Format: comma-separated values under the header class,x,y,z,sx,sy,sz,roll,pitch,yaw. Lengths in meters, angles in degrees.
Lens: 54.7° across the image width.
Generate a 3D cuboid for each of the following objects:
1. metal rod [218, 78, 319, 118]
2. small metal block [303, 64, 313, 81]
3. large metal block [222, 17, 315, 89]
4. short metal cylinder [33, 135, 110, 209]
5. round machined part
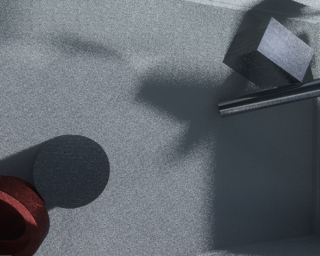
class,x,y,z,sx,sy,sz,roll,pitch,yaw
metal rod,0.230,-0.058,0.414,0.301,0.025,0.025,-12,96,12
small metal block,0.214,-0.077,0.492,0.050,0.025,0.050,-20,97,-19
large metal block,0.151,-0.101,0.439,0.080,0.080,0.050,29,81,-18
short metal cylinder,-0.103,0.048,0.358,0.081,0.050,0.079,1,89,-23
round machined part,-0.163,0.090,0.326,0.099,0.042,0.097,3,113,7
